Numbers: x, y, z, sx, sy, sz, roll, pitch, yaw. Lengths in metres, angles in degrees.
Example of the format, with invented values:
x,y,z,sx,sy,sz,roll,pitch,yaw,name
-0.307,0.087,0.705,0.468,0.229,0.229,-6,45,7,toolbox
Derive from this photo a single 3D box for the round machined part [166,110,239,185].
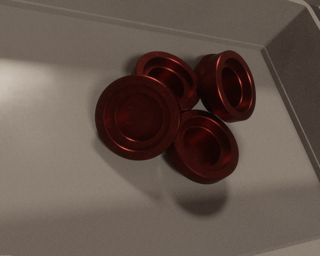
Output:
x,y,z,sx,sy,sz,roll,pitch,yaw,name
0.050,0.028,0.407,0.099,0.042,0.098,14,56,-21,round machined part

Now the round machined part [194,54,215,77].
x,y,z,sx,sy,sz,roll,pitch,yaw,name
0.108,-0.084,0.506,0.099,0.042,0.098,14,56,-21,round machined part

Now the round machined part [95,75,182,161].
x,y,z,sx,sy,sz,roll,pitch,yaw,name
-0.023,-0.013,0.369,0.098,0.098,0.042,45,12,2,round machined part

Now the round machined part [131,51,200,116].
x,y,z,sx,sy,sz,roll,pitch,yaw,name
0.005,-0.056,0.433,0.099,0.042,0.098,14,56,-21,round machined part

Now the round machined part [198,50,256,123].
x,y,z,sx,sy,sz,roll,pitch,yaw,name
0.091,-0.055,0.434,0.099,0.042,0.098,12,73,-43,round machined part
